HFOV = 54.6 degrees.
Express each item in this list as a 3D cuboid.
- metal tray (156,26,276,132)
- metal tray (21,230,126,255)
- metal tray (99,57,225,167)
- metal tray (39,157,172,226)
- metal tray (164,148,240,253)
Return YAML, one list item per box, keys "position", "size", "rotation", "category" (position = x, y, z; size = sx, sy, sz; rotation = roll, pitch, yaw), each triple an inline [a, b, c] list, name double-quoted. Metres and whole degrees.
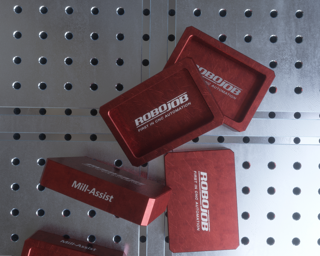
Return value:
- position: [0.072, -0.063, 0.411]
  size: [0.130, 0.030, 0.090]
  rotation: [29, 90, 0]
  category: "metal tray"
- position: [-0.119, 0.198, 0.410]
  size: [0.131, 0.030, 0.090]
  rotation: [15, 90, 0]
  category: "metal tray"
- position: [0.002, -0.019, 0.387]
  size: [0.130, 0.030, 0.090]
  rotation: [-28, 100, 15]
  category: "metal tray"
- position: [-0.059, 0.069, 0.365]
  size: [0.130, 0.090, 0.030]
  rotation: [17, 90, 15]
  category: "metal tray"
- position: [0.054, 0.093, 0.411]
  size: [0.090, 0.030, 0.129]
  rotation: [-3, 90, 0]
  category: "metal tray"
